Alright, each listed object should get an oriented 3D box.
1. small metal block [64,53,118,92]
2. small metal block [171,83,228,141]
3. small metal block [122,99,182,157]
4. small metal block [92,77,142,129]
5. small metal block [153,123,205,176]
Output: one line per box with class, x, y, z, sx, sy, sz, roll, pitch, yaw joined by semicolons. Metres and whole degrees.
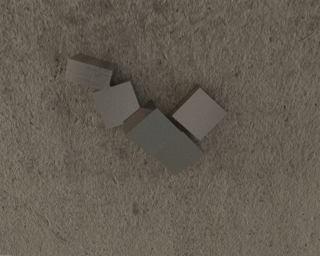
small metal block;-0.080;-0.068;0.371;0.050;0.050;0.025;15;109;-6
small metal block;0.050;-0.021;0.402;0.050;0.025;0.050;41;105;-14
small metal block;-0.010;0.001;0.388;0.050;0.025;0.050;-41;124;9
small metal block;-0.052;-0.032;0.397;0.050;0.025;0.050;-17;109;6
small metal block;0.023;0.028;0.415;0.050;0.025;0.050;-38;119;13
